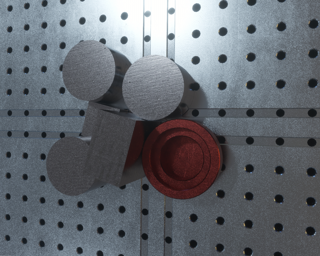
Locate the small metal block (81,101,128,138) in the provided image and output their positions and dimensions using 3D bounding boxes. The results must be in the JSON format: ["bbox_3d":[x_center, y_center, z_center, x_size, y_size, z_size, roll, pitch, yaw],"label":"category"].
[{"bbox_3d":[-0.079,-0.008,0.440,0.050,0.025,0.050,16,95,19],"label":"small metal block"}]

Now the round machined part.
[{"bbox_3d":[0.030,0.037,0.393,0.098,0.042,0.097,0,90,20],"label":"round machined part"}]

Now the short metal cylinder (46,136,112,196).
[{"bbox_3d":[-0.111,0.051,0.438,0.080,0.050,0.080,0,90,20],"label":"short metal cylinder"}]

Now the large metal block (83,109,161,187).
[{"bbox_3d":[-0.046,0.023,0.396,0.050,0.080,0.080,17,96,19],"label":"large metal block"}]

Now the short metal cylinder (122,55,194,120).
[{"bbox_3d":[-0.001,-0.049,0.399,0.080,0.050,0.080,0,90,20],"label":"short metal cylinder"}]

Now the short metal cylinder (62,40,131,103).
[{"bbox_3d":[-0.086,-0.076,0.429,0.080,0.050,0.080,0,90,20],"label":"short metal cylinder"}]
